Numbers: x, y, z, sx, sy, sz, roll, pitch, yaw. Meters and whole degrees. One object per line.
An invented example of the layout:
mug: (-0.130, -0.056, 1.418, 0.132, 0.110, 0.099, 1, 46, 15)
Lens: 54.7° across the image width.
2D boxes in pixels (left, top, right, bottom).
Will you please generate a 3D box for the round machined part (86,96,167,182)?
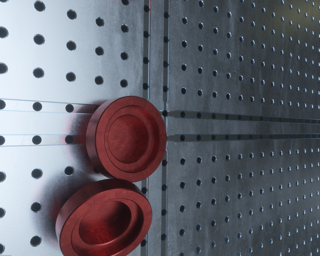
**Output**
round machined part: (-0.042, 0.013, 0.363, 0.099, 0.042, 0.097, 1, 88, -41)

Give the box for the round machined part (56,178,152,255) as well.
round machined part: (-0.061, 0.096, 0.333, 0.099, 0.042, 0.097, -13, 119, -24)
